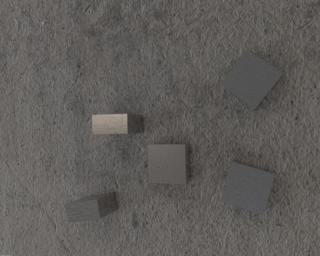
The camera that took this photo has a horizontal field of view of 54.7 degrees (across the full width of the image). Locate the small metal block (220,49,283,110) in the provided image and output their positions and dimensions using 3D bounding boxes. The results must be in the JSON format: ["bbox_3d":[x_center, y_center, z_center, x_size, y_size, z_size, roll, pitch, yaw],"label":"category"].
[{"bbox_3d":[0.109,-0.057,0.370,0.050,0.025,0.050,39,102,15],"label":"small metal block"}]

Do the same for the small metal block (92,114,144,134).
[{"bbox_3d":[-0.055,-0.005,0.415,0.050,0.050,0.025,-1,90,20],"label":"small metal block"}]

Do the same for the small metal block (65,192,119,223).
[{"bbox_3d":[-0.093,0.109,0.429,0.050,0.050,0.025,-13,86,19],"label":"small metal block"}]

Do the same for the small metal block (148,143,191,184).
[{"bbox_3d":[0.013,0.046,0.404,0.050,0.025,0.050,-2,90,20],"label":"small metal block"}]

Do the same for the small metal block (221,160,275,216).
[{"bbox_3d":[0.106,0.070,0.372,0.050,0.025,0.050,16,95,19],"label":"small metal block"}]
